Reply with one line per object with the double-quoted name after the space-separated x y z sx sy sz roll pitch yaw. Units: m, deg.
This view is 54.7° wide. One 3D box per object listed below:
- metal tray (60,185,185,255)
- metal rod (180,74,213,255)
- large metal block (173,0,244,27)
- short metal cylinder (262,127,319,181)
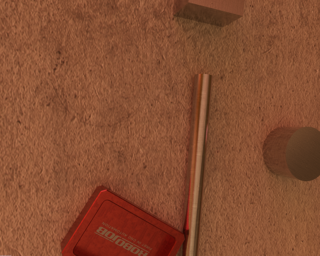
-0.044 0.143 0.391 0.130 0.030 0.090 35 79 -17 "metal tray"
0.049 0.075 0.428 0.025 0.025 0.298 5 88 -20 "metal rod"
0.068 -0.192 0.422 0.081 0.050 0.080 5 88 -20 "large metal block"
0.207 0.038 0.474 0.081 0.050 0.079 0 90 -21 "short metal cylinder"
